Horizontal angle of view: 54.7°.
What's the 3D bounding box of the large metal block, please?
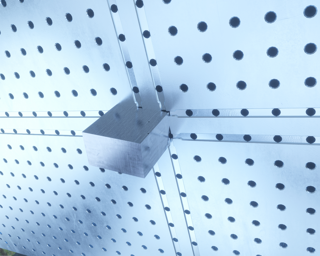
[{"bbox_3d":[-0.040,0.014,0.404,0.080,0.080,0.050,10,123,22],"label":"large metal block"}]
